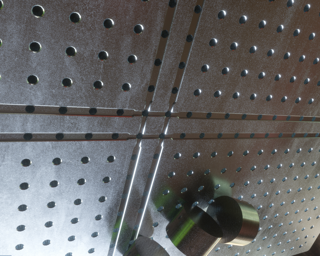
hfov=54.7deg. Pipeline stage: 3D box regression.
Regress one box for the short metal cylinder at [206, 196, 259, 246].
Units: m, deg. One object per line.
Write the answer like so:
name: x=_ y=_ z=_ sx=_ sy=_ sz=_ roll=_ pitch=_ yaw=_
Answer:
short metal cylinder: x=0.127 y=0.165 z=0.550 sx=0.050 sy=0.080 sz=0.080 roll=23 pitch=106 yaw=-37

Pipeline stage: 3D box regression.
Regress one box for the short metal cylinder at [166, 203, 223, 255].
short metal cylinder: x=0.057 y=0.171 z=0.515 sx=0.080 sy=0.080 sz=0.050 roll=28 pitch=103 yaw=-38

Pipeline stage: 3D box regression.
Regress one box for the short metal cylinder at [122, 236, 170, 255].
short metal cylinder: x=-0.023 y=0.225 z=0.505 sx=0.080 sy=0.080 sz=0.050 roll=31 pitch=101 yaw=-38
